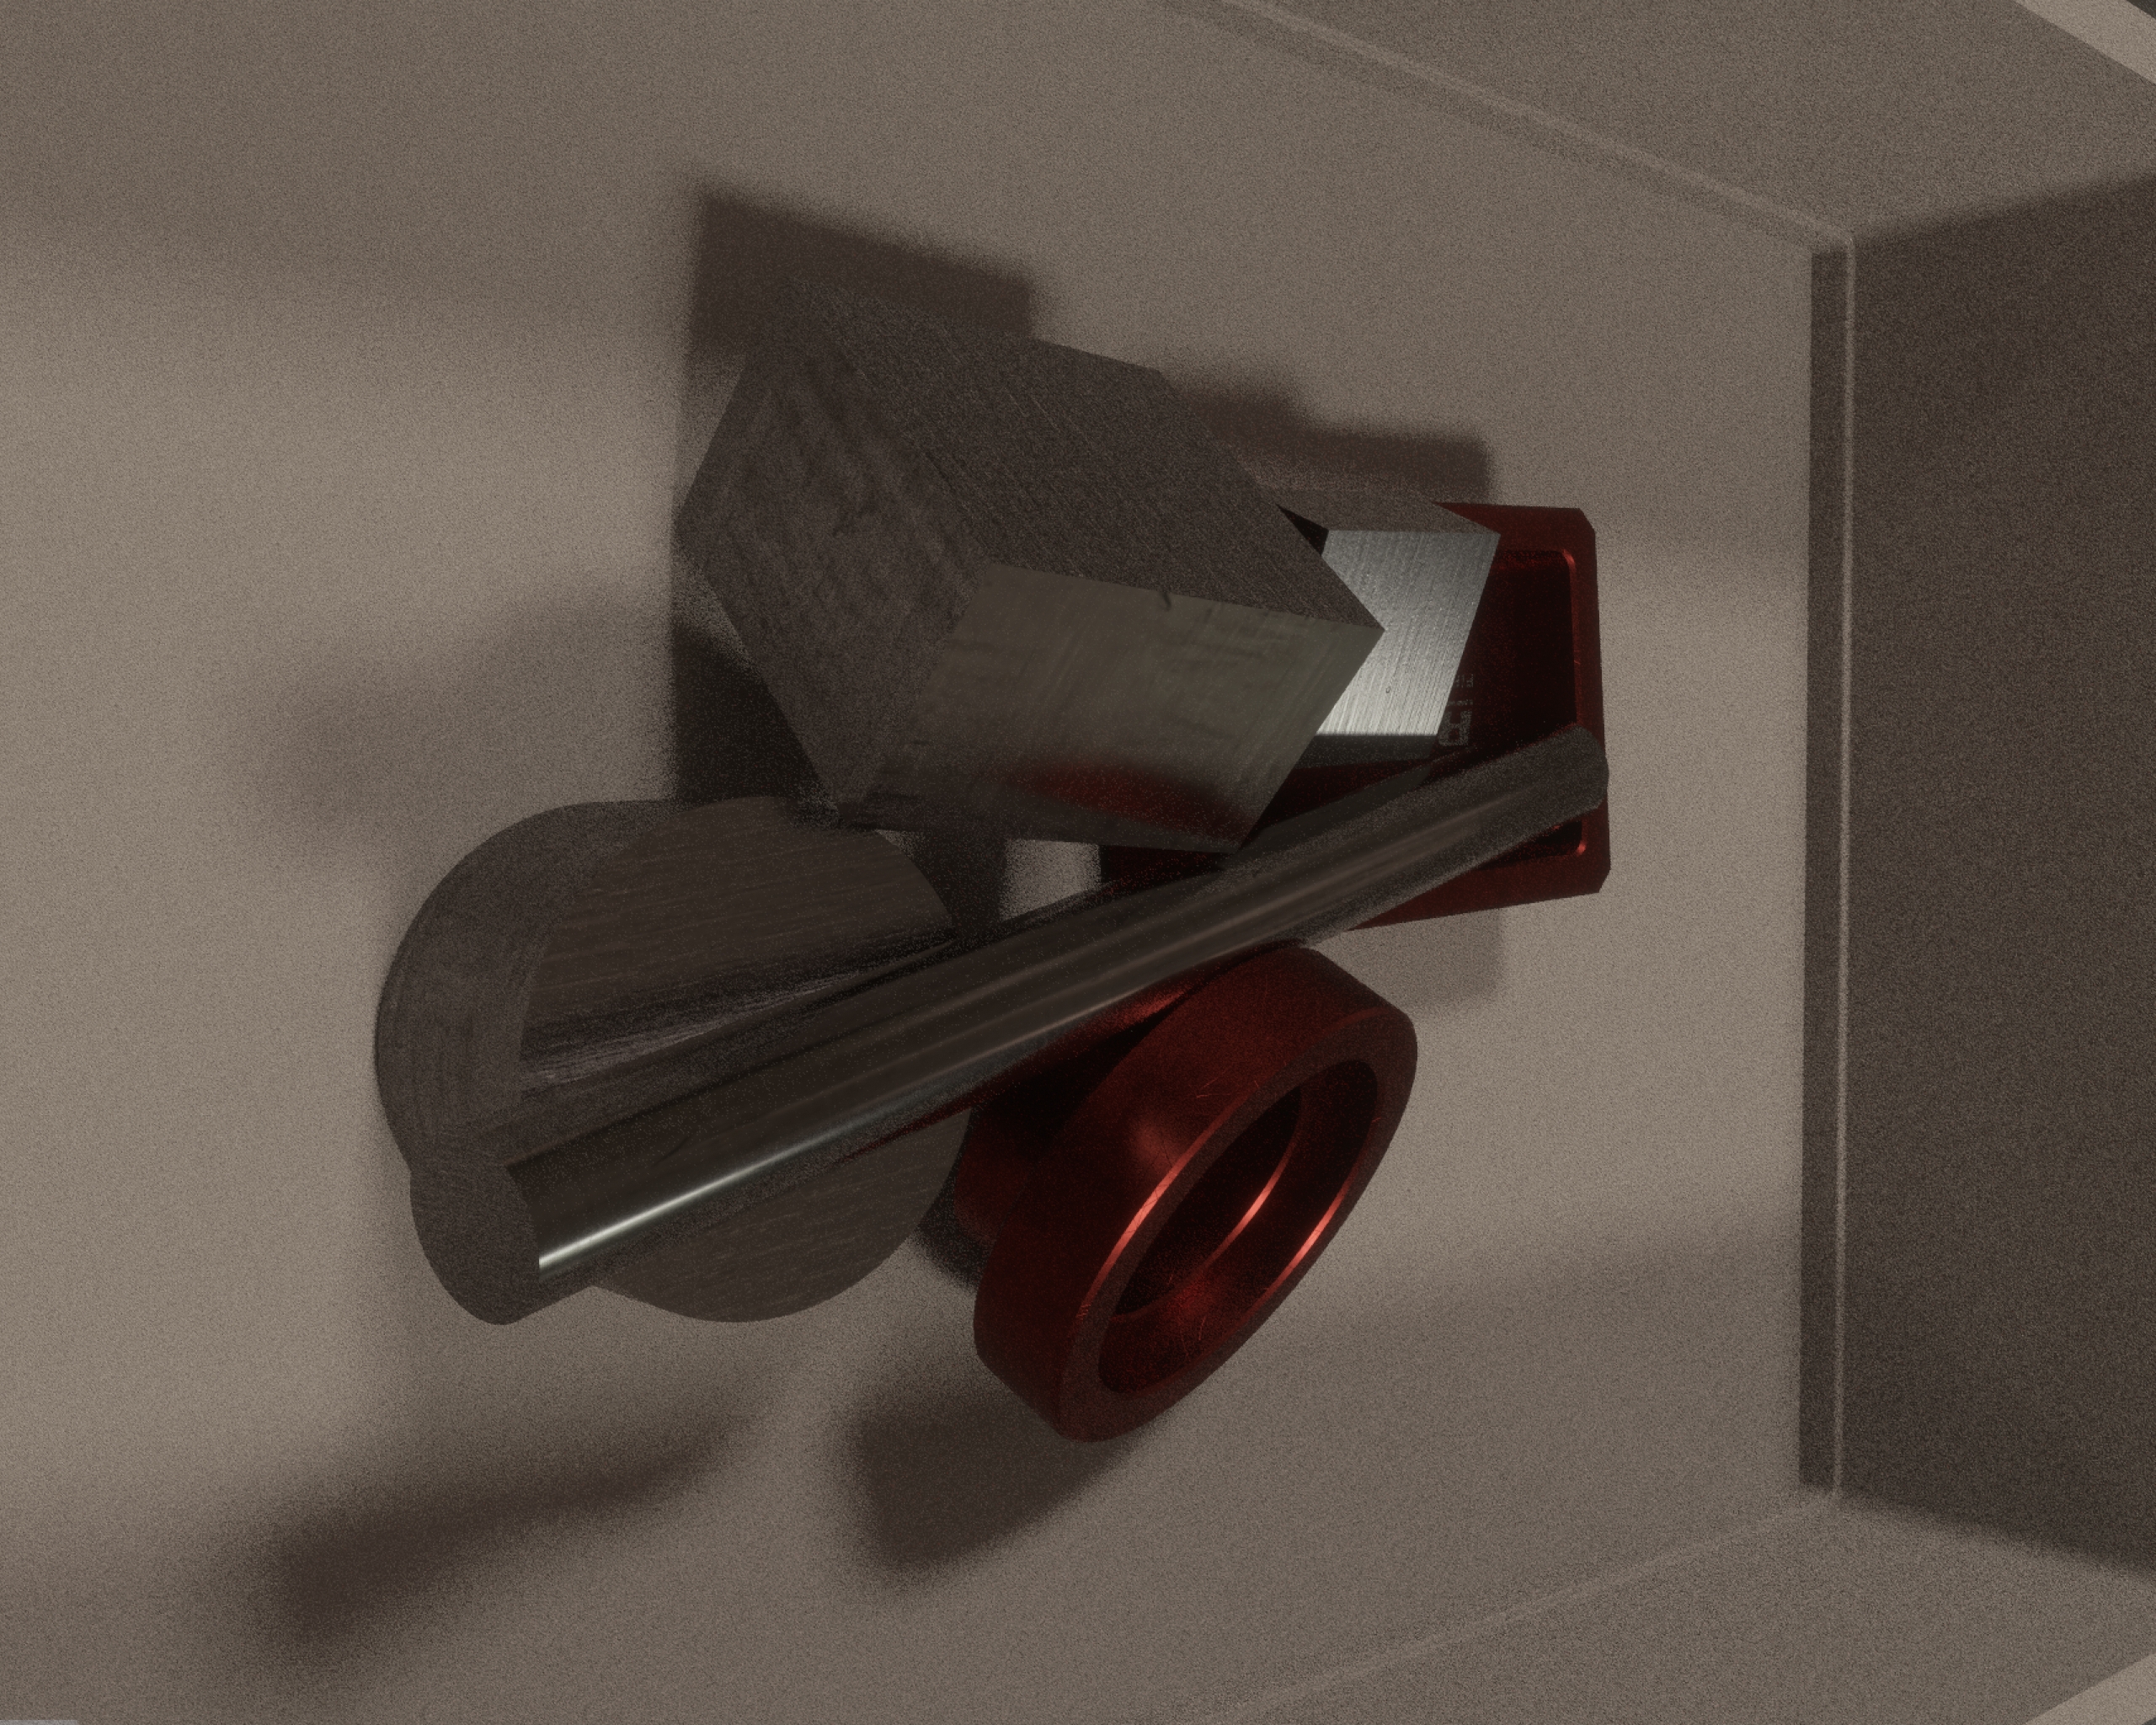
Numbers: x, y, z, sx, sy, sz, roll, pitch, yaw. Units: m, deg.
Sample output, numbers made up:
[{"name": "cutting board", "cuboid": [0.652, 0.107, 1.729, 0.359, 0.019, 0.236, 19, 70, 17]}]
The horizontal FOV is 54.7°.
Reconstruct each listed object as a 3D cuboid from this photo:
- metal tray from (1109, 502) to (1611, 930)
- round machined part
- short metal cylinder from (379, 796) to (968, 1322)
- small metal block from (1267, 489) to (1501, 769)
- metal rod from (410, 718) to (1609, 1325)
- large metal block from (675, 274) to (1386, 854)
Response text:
[{"name": "metal tray", "cuboid": [0.064, -0.033, 0.456, 0.131, 0.030, 0.089, -6, 94, -40]}, {"name": "round machined part", "cuboid": [0.015, 0.056, 0.388, 0.099, 0.042, 0.097, -38, 149, -27]}, {"name": "short metal cylinder", "cuboid": [-0.063, 0.030, 0.336, 0.081, 0.050, 0.079, 0, 90, -40]}, {"name": "small metal block", "cuboid": [0.053, -0.048, 0.423, 0.050, 0.025, 0.050, -6, 120, -40]}, {"name": "metal rod", "cuboid": [0.019, 0.012, 0.369, 0.302, 0.025, 0.025, -20, 103, -49]}, {"name": "large metal block", "cuboid": [-0.010, -0.049, 0.352, 0.081, 0.080, 0.050, 4, 130, -39]}]
